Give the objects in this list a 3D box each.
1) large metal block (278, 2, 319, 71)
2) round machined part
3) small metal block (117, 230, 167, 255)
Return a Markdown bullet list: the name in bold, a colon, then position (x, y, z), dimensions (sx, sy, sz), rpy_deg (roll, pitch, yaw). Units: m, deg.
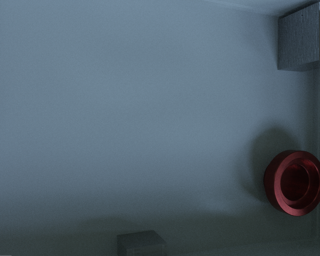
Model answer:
- **large metal block**: position (0.226, -0.132, 0.467), dimensions (0.050, 0.080, 0.079), rpy_deg (0, 90, -20)
- **round machined part**: position (0.201, 0.082, 0.478), dimensions (0.099, 0.042, 0.097), rpy_deg (0, 90, -21)
- **small metal block**: position (-0.023, 0.152, 0.390), dimensions (0.050, 0.050, 0.025), rpy_deg (-1, 91, -20)
